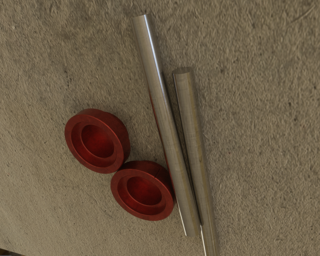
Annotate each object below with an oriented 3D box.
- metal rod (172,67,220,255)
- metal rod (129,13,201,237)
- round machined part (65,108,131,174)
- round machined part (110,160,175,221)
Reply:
[{"bbox_3d":[0.054,0.065,0.418,0.025,0.025,0.298,2,120,27],"label":"metal rod"},{"bbox_3d":[0.012,0.012,0.393,0.025,0.025,0.298,-3,113,29],"label":"metal rod"},{"bbox_3d":[-0.085,0.015,0.450,0.098,0.042,0.097,13,124,21],"label":"round machined part"},{"bbox_3d":[-0.020,0.087,0.458,0.098,0.042,0.097,12,125,18],"label":"round machined part"}]
